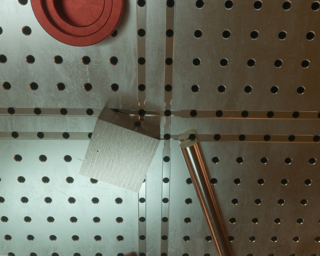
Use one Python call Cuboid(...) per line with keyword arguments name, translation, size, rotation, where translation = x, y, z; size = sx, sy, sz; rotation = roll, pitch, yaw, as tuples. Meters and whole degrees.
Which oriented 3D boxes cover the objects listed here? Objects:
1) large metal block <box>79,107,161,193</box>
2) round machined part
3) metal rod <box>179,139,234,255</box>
Cuboid(name="large metal block", translation=(-0.051, 0.028, 0.410), size=(0.080, 0.050, 0.079), rotation=(20, 109, -8))
Cuboid(name="round machined part", translation=(-0.089, -0.144, 0.350), size=(0.099, 0.042, 0.097), rotation=(0, 110, -1))
Cuboid(name="metal rod", translation=(0.087, 0.153, 0.471), size=(0.025, 0.025, 0.298), rotation=(-18, 109, 6))
